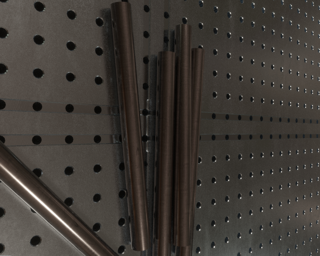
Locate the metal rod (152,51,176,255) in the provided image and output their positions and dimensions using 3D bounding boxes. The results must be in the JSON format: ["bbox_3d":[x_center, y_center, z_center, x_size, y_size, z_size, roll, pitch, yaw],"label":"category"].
[{"bbox_3d":[0.005,0.048,0.415,0.025,0.025,0.298,2,89,-40],"label":"metal rod"}]

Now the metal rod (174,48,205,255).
[{"bbox_3d":[0.044,0.034,0.448,0.025,0.025,0.298,7,86,-40],"label":"metal rod"}]

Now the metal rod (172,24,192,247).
[{"bbox_3d":[0.031,0.007,0.427,0.025,0.025,0.298,5,84,-40],"label":"metal rod"}]

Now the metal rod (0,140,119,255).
[{"bbox_3d":[-0.087,0.117,0.338,0.025,0.025,0.299,-50,120,-28],"label":"metal rod"}]

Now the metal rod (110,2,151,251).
[{"bbox_3d":[-0.035,0.001,0.381,0.025,0.025,0.298,-8,95,-40],"label":"metal rod"}]
